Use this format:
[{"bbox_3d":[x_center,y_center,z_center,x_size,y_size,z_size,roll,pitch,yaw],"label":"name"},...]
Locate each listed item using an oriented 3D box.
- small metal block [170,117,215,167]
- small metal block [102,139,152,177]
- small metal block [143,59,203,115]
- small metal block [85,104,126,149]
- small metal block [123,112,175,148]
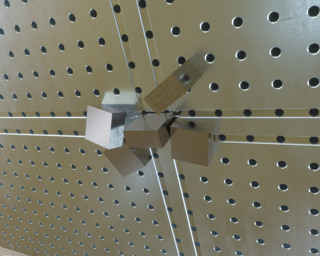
[{"bbox_3d":[0.042,0.018,0.401,0.050,0.025,0.050,10,123,22],"label":"small metal block"},{"bbox_3d":[-0.049,0.040,0.462,0.050,0.025,0.050,-31,102,38],"label":"small metal block"},{"bbox_3d":[0.015,-0.047,0.358,0.025,0.050,0.050,48,129,-6],"label":"small metal block"},{"bbox_3d":[-0.077,-0.003,0.434,0.050,0.025,0.050,19,109,35],"label":"small metal block"},{"bbox_3d":[-0.012,0.002,0.403,0.050,0.050,0.025,-1,118,29],"label":"small metal block"}]
